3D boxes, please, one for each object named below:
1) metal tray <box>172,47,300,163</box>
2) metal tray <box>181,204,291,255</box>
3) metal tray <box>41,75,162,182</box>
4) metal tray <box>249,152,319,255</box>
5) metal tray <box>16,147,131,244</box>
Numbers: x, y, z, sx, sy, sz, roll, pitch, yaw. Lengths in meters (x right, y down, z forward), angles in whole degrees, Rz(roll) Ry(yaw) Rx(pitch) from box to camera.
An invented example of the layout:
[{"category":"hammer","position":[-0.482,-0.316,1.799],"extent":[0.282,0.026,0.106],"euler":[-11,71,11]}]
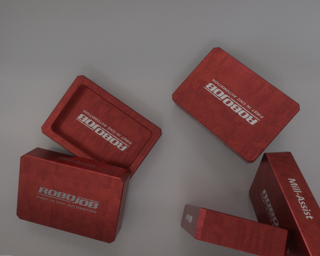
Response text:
[{"category":"metal tray","position":[0.092,-0.029,0.391],"extent":[0.130,0.030,0.090],"euler":[41,90,17]},{"category":"metal tray","position":[0.077,0.115,0.357],"extent":[0.090,0.130,0.030],"euler":[14,77,0]},{"category":"metal tray","position":[-0.074,0.003,0.408],"extent":[0.130,0.030,0.090],"euler":[35,90,0]},{"category":"metal tray","position":[0.142,0.102,0.346],"extent":[0.030,0.089,0.130],"euler":[-3,45,-4]},{"category":"metal tray","position":[-0.109,0.083,0.389],"extent":[0.131,0.030,0.089],"euler":[13,106,6]}]
